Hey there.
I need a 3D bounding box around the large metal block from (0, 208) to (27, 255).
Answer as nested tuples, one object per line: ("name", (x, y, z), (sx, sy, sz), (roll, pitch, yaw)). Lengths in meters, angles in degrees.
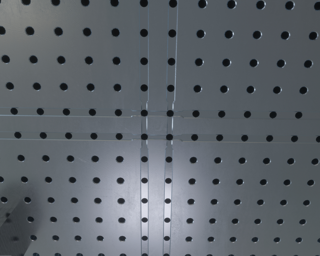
("large metal block", (-0.241, 0.174, 0.446), (0.050, 0.080, 0.080), (-4, 110, 2))
